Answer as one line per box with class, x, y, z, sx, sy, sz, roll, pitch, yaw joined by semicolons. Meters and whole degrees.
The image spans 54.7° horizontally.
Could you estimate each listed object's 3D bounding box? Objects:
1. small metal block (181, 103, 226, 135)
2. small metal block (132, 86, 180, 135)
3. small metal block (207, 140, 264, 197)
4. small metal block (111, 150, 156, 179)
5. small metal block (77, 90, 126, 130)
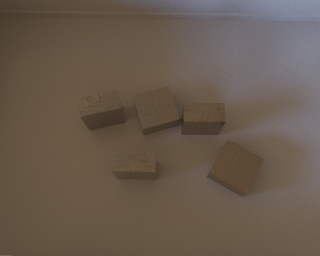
small metal block;0.054;-0.011;0.401;0.050;0.050;0.025;0;70;0
small metal block;-0.005;-0.023;0.418;0.050;0.025;0.050;-15;71;-6
small metal block;0.095;0.051;0.392;0.050;0.025;0.050;29;72;10
small metal block;-0.030;0.046;0.379;0.050;0.050;0.025;1;70;0
small metal block;-0.075;-0.022;0.404;0.050;0.050;0.025;-13;71;-5
